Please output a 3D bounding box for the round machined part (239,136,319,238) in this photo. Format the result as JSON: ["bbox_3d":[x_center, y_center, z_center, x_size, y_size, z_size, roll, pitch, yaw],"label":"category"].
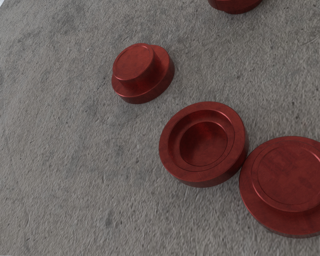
[{"bbox_3d":[0.125,0.051,0.294,0.098,0.042,0.098,-12,58,19],"label":"round machined part"}]

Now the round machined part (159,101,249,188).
[{"bbox_3d":[0.052,0.022,0.353,0.098,0.042,0.098,-13,56,21],"label":"round machined part"}]

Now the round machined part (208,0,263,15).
[{"bbox_3d":[0.118,-0.208,0.459,0.098,0.042,0.098,-13,56,21],"label":"round machined part"}]

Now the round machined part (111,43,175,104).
[{"bbox_3d":[-0.031,-0.088,0.463,0.098,0.042,0.098,-13,56,21],"label":"round machined part"}]
